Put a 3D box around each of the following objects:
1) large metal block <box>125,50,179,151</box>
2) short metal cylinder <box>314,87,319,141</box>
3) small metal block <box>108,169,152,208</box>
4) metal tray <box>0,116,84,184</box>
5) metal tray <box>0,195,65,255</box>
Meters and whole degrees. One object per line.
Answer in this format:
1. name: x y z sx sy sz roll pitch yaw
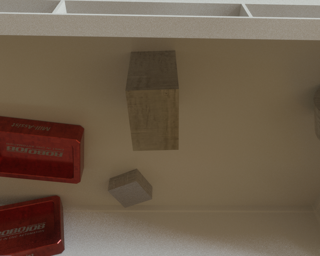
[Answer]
1. large metal block: -0.006 -0.031 0.346 0.050 0.080 0.079 -2 130 1
2. short metal cylinder: 0.225 -0.017 0.362 0.080 0.080 0.050 -15 129 12
3. small metal block: -0.046 0.096 0.491 0.050 0.025 0.050 -22 127 17
4. metal tray: -0.174 0.032 0.430 0.131 0.030 0.089 7 130 -7
5. metal tray: -0.219 0.160 0.479 0.131 0.090 0.030 -9 131 -13
